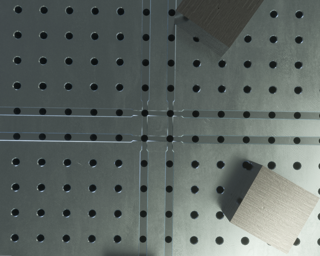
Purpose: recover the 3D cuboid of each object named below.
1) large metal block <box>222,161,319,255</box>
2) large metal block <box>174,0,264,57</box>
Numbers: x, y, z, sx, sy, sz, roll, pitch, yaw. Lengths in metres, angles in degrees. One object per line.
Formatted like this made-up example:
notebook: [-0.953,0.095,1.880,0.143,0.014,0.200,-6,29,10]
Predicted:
large metal block: [0.140,0.100,0.402,0.080,0.050,0.080,30,90,0]
large metal block: [0.075,-0.153,0.401,0.080,0.050,0.080,35,90,0]
